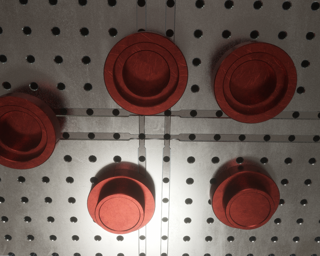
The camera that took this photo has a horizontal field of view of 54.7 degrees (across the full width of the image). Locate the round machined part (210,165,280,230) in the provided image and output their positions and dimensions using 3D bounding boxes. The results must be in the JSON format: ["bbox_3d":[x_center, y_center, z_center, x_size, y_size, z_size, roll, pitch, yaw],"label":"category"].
[{"bbox_3d":[0.124,0.106,0.445,0.099,0.042,0.097,0,110,-1],"label":"round machined part"}]

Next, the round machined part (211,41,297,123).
[{"bbox_3d":[0.113,-0.058,0.385,0.099,0.042,0.097,0,110,-1],"label":"round machined part"}]

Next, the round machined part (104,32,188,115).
[{"bbox_3d":[-0.016,-0.068,0.379,0.099,0.042,0.097,0,110,-1],"label":"round machined part"}]

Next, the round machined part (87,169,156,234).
[{"bbox_3d":[-0.056,0.112,0.445,0.099,0.042,0.097,0,110,-1],"label":"round machined part"}]

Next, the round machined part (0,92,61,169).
[{"bbox_3d":[-0.178,0.001,0.402,0.099,0.042,0.097,0,110,-1],"label":"round machined part"}]
